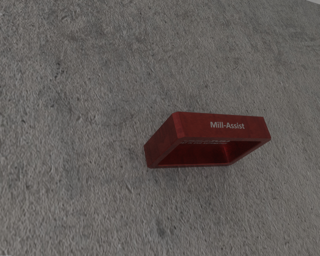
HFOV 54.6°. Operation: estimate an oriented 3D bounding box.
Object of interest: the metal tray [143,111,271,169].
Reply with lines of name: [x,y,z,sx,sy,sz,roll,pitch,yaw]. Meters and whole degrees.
metal tray: [0.057,0.018,0.380,0.131,0.090,0.030,2,61,-27]
